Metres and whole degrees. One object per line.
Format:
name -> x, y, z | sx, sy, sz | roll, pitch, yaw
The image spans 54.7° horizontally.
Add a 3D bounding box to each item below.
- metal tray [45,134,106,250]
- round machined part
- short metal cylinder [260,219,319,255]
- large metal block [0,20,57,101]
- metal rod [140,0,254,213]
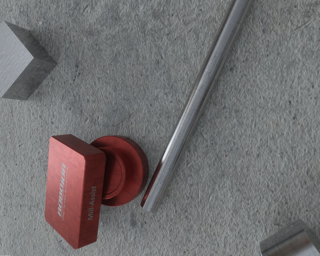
metal tray -> -0.117, 0.082, 0.417 | 0.090, 0.030, 0.129 | 21, 108, 41
round machined part -> -0.069, 0.059, 0.423 | 0.098, 0.042, 0.097 | 0, 90, 19
short metal cylinder -> 0.151, 0.145, 0.326 | 0.050, 0.080, 0.080 | -39, 78, 16
large metal block -> -0.220, -0.100, 0.471 | 0.080, 0.050, 0.080 | -45, 77, 14
metal rod -> 0.045, -0.029, 0.392 | 0.025, 0.025, 0.298 | 26, 98, 17
